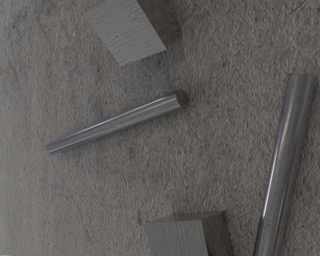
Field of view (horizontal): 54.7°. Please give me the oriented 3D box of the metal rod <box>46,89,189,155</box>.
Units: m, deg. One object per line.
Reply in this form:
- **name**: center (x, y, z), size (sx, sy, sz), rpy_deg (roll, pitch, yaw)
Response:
- **metal rod**: center (-0.084, 0.000, 0.474), size (0.299, 0.025, 0.025), rpy_deg (-18, 79, 38)

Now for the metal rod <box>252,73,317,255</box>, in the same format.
- **metal rod**: center (0.113, 0.096, 0.311), size (0.025, 0.025, 0.298), rpy_deg (14, 99, 39)

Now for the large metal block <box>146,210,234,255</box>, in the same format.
- **large metal block**: center (0.036, 0.143, 0.359), size (0.080, 0.050, 0.080), rpy_deg (-18, 79, 38)

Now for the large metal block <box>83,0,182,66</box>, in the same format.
- **large metal block**: center (-0.033, -0.134, 0.389), size (0.080, 0.050, 0.080), rpy_deg (-9, 129, 39)
